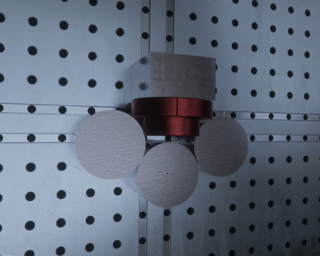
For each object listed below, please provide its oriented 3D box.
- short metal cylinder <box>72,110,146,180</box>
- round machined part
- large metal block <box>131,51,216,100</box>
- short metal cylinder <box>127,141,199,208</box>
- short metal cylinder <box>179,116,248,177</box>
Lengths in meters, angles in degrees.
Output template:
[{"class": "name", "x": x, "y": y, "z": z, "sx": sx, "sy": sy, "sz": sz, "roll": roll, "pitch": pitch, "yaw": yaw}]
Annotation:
[{"class": "short metal cylinder", "x": -0.063, "y": 0.019, "z": 0.376, "sx": 0.081, "sy": 0.050, "sz": 0.079, "roll": 0, "pitch": 90, "yaw": -20}, {"class": "round machined part", "x": 0.014, "y": -0.011, "z": 0.377, "sx": 0.099, "sy": 0.098, "sz": 0.042, "roll": 2, "pitch": 89, "yaw": -20}, {"class": "large metal block", "x": 0.014, "y": -0.058, "z": 0.388, "sx": 0.081, "sy": 0.080, "sz": 0.050, "roll": 1, "pitch": 90, "yaw": -20}, {"class": "short metal cylinder", "x": 0.003, "y": 0.057, "z": 0.401, "sx": 0.081, "sy": 0.050, "sz": 0.079, "roll": 0, "pitch": 90, "yaw": -20}, {"class": "short metal cylinder", "x": 0.072, "y": 0.024, "z": 0.426, "sx": 0.081, "sy": 0.050, "sz": 0.079, "roll": 0, "pitch": 90, "yaw": -20}]
